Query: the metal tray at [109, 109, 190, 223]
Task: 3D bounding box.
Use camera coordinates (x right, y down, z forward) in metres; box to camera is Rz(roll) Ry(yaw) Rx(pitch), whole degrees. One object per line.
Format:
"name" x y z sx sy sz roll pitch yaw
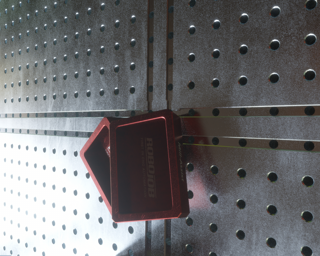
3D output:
"metal tray" -0.016 0.048 0.388 0.090 0.030 0.130 -11 72 21

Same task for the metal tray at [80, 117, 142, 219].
"metal tray" -0.062 0.058 0.458 0.090 0.030 0.130 -50 61 28
